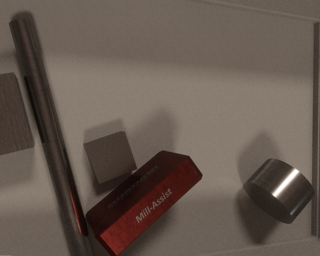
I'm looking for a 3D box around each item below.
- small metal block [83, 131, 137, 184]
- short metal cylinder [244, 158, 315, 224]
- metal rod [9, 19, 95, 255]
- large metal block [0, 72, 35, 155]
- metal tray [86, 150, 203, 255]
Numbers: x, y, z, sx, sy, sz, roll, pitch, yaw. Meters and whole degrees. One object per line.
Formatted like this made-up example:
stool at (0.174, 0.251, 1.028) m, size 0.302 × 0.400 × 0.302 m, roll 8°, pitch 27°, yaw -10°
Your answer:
small metal block at (-0.062, 0.036, 0.388) m, size 0.050 × 0.025 × 0.050 m, roll -20°, pitch 97°, yaw -19°
short metal cylinder at (0.170, 0.090, 0.446) m, size 0.050 × 0.080 × 0.080 m, roll -43°, pitch 104°, yaw -15°
metal rod at (-0.124, 0.025, 0.365) m, size 0.025 × 0.025 × 0.298 m, roll -15°, pitch 95°, yaw -20°
large metal block at (-0.186, -0.009, 0.329) m, size 0.081 × 0.050 × 0.080 m, roll -14°, pitch 95°, yaw -20°
metal tray at (-0.022, 0.081, 0.368) m, size 0.131 × 0.090 × 0.030 m, roll -39°, pitch 103°, yaw -16°
